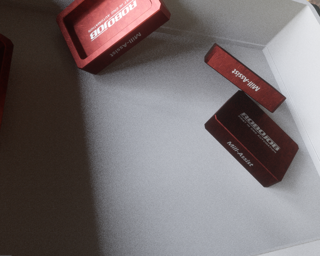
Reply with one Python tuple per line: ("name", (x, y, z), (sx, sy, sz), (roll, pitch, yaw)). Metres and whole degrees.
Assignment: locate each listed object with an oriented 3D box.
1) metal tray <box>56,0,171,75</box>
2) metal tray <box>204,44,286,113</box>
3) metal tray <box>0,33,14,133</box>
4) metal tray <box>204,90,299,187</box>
("metal tray", (-0.063, -0.141, 0.395), (0.090, 0.130, 0.030), (63, 17, 16))
("metal tray", (0.132, -0.083, 0.495), (0.130, 0.030, 0.090), (36, 19, -4))
("metal tray", (-0.197, -0.054, 0.299), (0.090, 0.030, 0.130), (35, 41, -51))
("metal tray", (0.141, 0.013, 0.470), (0.130, 0.030, 0.090), (45, 51, 3))
